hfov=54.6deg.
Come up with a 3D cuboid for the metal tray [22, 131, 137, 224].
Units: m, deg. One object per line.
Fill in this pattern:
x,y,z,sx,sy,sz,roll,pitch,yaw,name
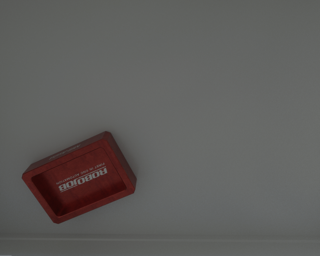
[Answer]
-0.110,0.071,0.433,0.130,0.030,0.090,-24,109,8,metal tray
